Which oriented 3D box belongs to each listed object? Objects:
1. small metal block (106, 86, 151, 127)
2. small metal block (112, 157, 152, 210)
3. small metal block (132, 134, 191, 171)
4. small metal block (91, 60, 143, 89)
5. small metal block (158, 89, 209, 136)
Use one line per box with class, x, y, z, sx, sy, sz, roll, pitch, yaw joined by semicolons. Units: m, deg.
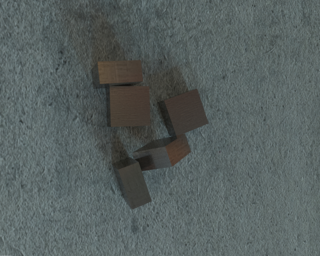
small metal block;-0.041;-0.027;0.394;0.050;0.025;0.050;-2;91;-20
small metal block;-0.036;0.066;0.382;0.025;0.050;0.050;-20;97;-16
small metal block;0.003;0.030;0.386;0.050;0.050;0.025;-28;102;-54
small metal block;-0.053;-0.064;0.376;0.050;0.050;0.025;-7;93;-20
small metal block;0.031;-0.021;0.420;0.050;0.025;0.050;-22;98;-19
